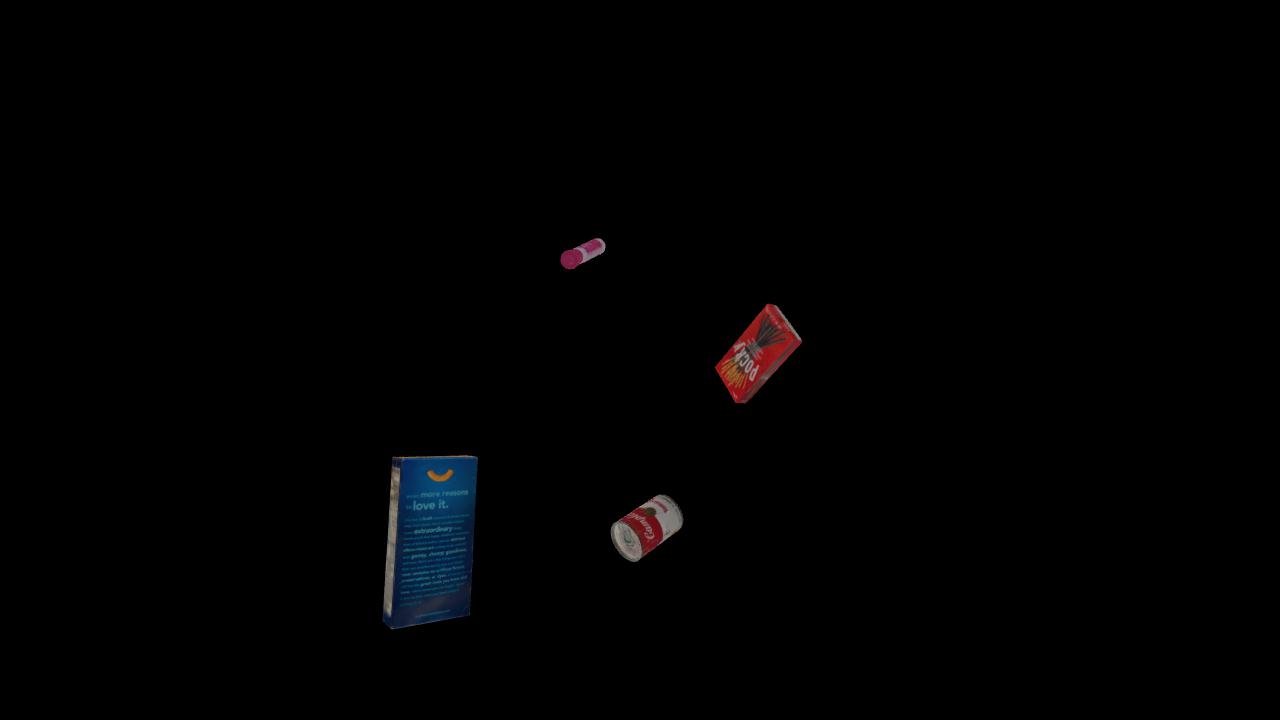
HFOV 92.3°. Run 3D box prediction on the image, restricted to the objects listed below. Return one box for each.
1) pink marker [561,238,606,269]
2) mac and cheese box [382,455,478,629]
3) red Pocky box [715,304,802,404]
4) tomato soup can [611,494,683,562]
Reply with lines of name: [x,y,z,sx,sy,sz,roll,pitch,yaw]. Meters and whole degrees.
pink marker: [-0.059,-0.114,0.654,0.020,0.020,0.121,0,17,11]
mac and cheese box: [-0.240,0.204,0.709,0.093,0.184,0.041,6,-7,-38]
red Pocky box: [0.188,-0.007,0.999,0.028,0.083,0.155,4,-45,-38]
tomato soup can: [0.013,0.263,0.971,0.068,0.068,0.101,0,16,46]
